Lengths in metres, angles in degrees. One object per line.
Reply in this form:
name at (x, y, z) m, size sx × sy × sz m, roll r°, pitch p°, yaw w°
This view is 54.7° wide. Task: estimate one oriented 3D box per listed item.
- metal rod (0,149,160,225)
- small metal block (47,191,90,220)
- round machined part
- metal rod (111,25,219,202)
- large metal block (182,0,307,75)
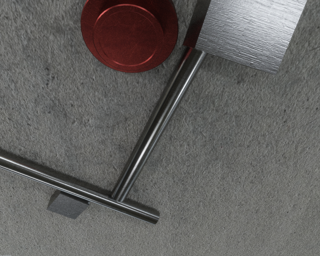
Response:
metal rod at (-0.132, 0.093, 0.484) m, size 0.301 × 0.025 × 0.025 m, roll 27°, pitch 125°, yaw -22°
small metal block at (-0.148, 0.120, 0.507) m, size 0.050 × 0.025 × 0.050 m, roll 29°, pitch 124°, yaw -23°
round machined part at (-0.030, -0.098, 0.312) m, size 0.099 × 0.042 × 0.097 m, roll -1°, pitch 130°, yaw 0°
metal rod at (-0.008, 0.003, 0.409) m, size 0.025 × 0.025 × 0.298 m, roll 18°, pitch 128°, yaw -15°
large metal block at (0.076, -0.102, 0.287) m, size 0.081 × 0.050 × 0.079 m, roll 15°, pitch 105°, yaw -13°
